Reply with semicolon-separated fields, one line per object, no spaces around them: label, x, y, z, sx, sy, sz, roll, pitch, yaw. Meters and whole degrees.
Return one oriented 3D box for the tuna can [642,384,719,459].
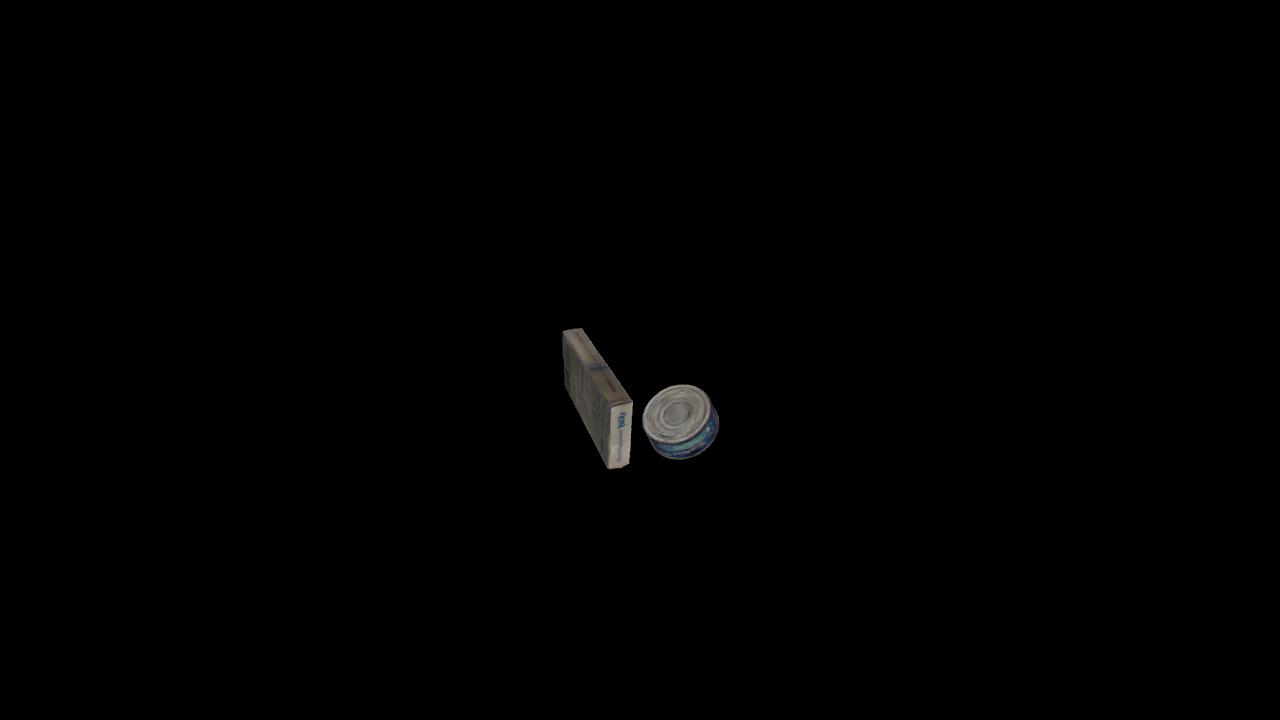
tuna can;0.046;0.069;0.699;0.084;0.084;0.034;0;-38;25

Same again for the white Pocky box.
white Pocky box;-0.049;0.037;0.665;0.028;0.084;0.154;-11;35;-20
